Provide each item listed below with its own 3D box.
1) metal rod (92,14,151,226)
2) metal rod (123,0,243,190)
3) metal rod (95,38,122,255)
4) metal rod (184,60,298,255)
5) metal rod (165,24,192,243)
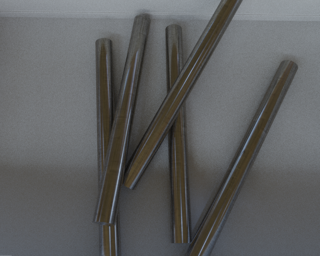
[{"bbox_3d":[-0.044,-0.029,0.403,0.025,0.025,0.299,6,64,2],"label":"metal rod"},{"bbox_3d":[0.032,-0.059,0.397,0.025,0.025,0.299,29,83,10],"label":"metal rod"},{"bbox_3d":[-0.069,0.015,0.403,0.025,0.025,0.299,-5,70,-2],"label":"metal rod"},{"bbox_3d":[0.110,0.032,0.392,0.025,0.025,0.300,28,70,10],"label":"metal rod"},{"bbox_3d":[0.023,-0.007,0.411,0.025,0.025,0.299,-1,70,0],"label":"metal rod"}]
